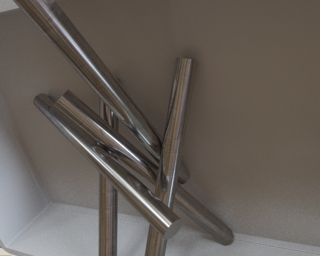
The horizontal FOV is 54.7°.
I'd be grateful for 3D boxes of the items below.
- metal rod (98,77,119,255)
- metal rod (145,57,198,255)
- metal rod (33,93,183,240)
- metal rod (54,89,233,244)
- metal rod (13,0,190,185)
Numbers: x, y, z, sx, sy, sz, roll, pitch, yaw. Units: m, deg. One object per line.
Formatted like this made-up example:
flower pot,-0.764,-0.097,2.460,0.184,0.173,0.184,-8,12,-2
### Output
metal rod,-0.069,0.084,0.415,0.025,0.025,0.298,3,95,26
metal rod,0.008,0.068,0.372,0.025,0.025,0.298,13,101,21
metal rod,-0.085,0.029,0.391,0.300,0.025,0.025,36,133,36
metal rod,-0.010,0.061,0.406,0.300,0.025,0.025,42,130,-17
metal rod,-0.036,-0.019,0.334,0.025,0.025,0.300,-5,142,30
